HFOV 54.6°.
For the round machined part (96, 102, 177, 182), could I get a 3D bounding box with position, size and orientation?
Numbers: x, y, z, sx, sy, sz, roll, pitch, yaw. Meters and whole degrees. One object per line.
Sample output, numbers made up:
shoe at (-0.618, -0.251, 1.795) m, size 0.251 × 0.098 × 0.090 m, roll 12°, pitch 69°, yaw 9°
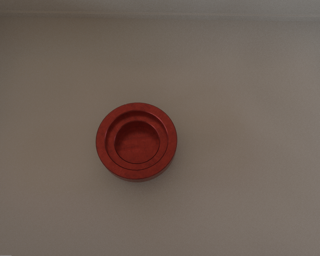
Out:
round machined part at (-0.028, 0.020, 0.393) m, size 0.099 × 0.042 × 0.098 m, roll 0°, pitch 70°, yaw 0°
